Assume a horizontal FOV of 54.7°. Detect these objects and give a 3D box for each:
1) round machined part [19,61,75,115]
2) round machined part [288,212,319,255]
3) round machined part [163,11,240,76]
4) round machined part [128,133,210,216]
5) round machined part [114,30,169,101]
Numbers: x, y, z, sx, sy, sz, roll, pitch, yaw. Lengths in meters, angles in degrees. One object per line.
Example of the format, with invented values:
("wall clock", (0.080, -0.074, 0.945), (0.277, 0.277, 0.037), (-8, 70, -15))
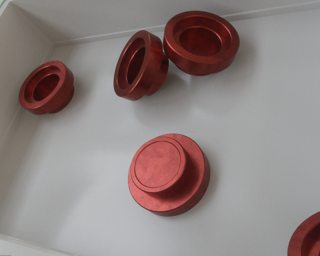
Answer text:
("round machined part", (-0.187, -0.064, 0.530), (0.098, 0.042, 0.098), (-13, 56, 20))
("round machined part", (0.152, 0.106, 0.231), (0.098, 0.042, 0.098), (-24, 20, 10))
("round machined part", (0.053, -0.108, 0.415), (0.099, 0.042, 0.098), (3, 58, -5))
("round machined part", (0.005, 0.049, 0.361), (0.098, 0.042, 0.098), (-13, 56, 20))
("round machined part", (-0.024, -0.084, 0.440), (0.098, 0.042, 0.098), (-31, 50, 47))
